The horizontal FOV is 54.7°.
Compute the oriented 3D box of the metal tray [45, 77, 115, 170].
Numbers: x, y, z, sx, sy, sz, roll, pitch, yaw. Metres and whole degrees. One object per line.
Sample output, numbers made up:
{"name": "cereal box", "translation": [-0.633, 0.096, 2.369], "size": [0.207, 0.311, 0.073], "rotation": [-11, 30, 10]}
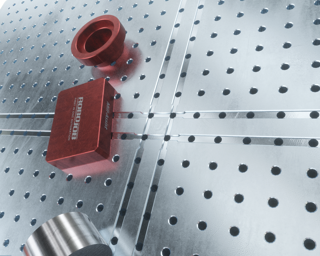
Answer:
{"name": "metal tray", "translation": [-0.119, -0.008, 0.473], "size": [0.090, 0.030, 0.130], "rotation": [-14, 56, 20]}

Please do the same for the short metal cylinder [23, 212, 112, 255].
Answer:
{"name": "short metal cylinder", "translation": [-0.100, 0.140, 0.340], "size": [0.080, 0.080, 0.050], "rotation": [-47, 51, -5]}

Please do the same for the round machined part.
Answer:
{"name": "round machined part", "translation": [-0.102, -0.146, 0.541], "size": [0.098, 0.042, 0.098], "rotation": [-13, 56, 21]}
